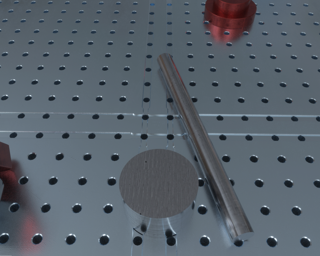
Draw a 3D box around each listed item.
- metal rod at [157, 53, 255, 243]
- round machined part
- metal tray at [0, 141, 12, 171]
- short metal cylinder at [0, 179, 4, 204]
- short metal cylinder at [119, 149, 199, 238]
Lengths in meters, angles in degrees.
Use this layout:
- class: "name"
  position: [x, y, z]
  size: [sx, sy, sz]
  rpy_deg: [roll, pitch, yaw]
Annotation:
- class: "metal rod"
  position: [0.046, 0.000, 0.407]
  size: [0.025, 0.025, 0.300]
  rpy_deg: [-11, 51, -10]
- class: "round machined part"
  position: [0.137, -0.236, 0.596]
  size: [0.099, 0.042, 0.098]
  rpy_deg: [0, 50, 0]
- class: "metal tray"
  position: [-0.219, 0.032, 0.312]
  size: [0.091, 0.130, 0.030]
  rpy_deg: [-12, 81, -10]
- class: "short metal cylinder"
  position: [-0.204, 0.077, 0.306]
  size: [0.081, 0.080, 0.050]
  rpy_deg: [-5, 50, -4]
- class: "short metal cylinder"
  position: [-0.001, 0.069, 0.333]
  size: [0.080, 0.050, 0.080]
  rpy_deg: [0, 50, 0]
